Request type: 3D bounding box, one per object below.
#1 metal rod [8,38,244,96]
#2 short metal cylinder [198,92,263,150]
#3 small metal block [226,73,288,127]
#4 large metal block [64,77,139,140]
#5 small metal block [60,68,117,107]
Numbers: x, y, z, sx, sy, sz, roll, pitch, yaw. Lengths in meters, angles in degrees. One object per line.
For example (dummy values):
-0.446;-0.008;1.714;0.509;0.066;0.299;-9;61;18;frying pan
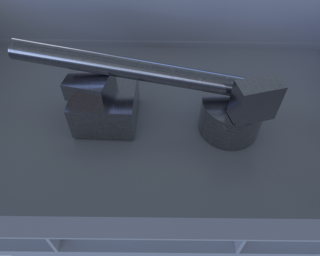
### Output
-0.023;-0.069;0.369;0.302;0.025;0.025;9;50;-3;metal rod
0.093;-0.018;0.403;0.081;0.050;0.080;0;50;0;short metal cylinder
0.107;-0.031;0.348;0.050;0.050;0.025;-11;51;-10;small metal block
-0.072;-0.032;0.411;0.081;0.050;0.080;2;50;1;large metal block
-0.087;-0.056;0.384;0.050;0.025;0.050;10;50;8;small metal block
